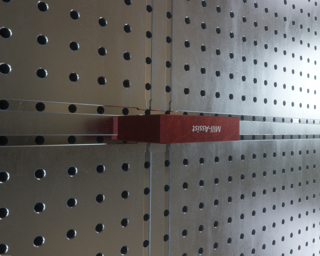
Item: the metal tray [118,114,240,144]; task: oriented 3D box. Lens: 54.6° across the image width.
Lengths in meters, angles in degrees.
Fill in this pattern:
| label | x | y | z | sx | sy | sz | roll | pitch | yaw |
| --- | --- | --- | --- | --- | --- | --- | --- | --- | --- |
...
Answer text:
| label | x | y | z | sx | sy | sz | roll | pitch | yaw |
| --- | --- | --- | --- | --- | --- | --- | --- | --- | --- |
| metal tray | 0.025 | 0.001 | 0.386 | 0.131 | 0.090 | 0.030 | 0 | 90 | -40 |
